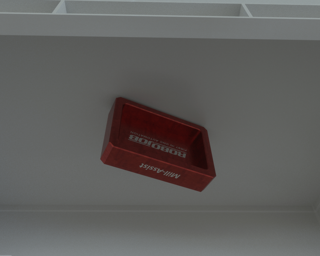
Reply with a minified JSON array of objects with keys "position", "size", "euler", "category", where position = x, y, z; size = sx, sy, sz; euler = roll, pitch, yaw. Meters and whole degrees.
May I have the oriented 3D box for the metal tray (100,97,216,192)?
[{"position":[0.000,0.019,0.378],"size":[0.131,0.090,0.030],"euler":[19,127,-17],"category":"metal tray"}]
